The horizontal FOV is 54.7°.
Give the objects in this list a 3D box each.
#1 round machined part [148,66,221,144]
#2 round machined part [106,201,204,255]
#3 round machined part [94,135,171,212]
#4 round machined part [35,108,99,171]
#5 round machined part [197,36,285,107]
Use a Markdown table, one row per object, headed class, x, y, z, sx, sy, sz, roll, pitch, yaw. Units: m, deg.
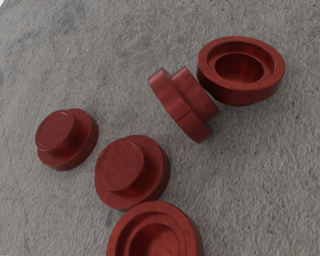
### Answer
| class | x | y | z | sx | sy | sz | roll | pitch | yaw |
| --- | --- | --- | --- | --- | --- | --- | --- | --- | --- |
| round machined part | 0.033 | -0.032 | 0.357 | 0.042 | 0.098 | 0.098 | -38 | 51 | 11 |
| round machined part | -0.002 | 0.128 | 0.316 | 0.098 | 0.042 | 0.098 | -13 | 56 | 21 |
| round machined part | -0.040 | 0.051 | 0.383 | 0.098 | 0.042 | 0.098 | -13 | 56 | 21 |
| round machined part | -0.145 | 0.011 | 0.462 | 0.098 | 0.042 | 0.098 | -13 | 56 | 21 |
| round machined part | 0.092 | -0.063 | 0.368 | 0.099 | 0.042 | 0.098 | 0 | 51 | 1 |
